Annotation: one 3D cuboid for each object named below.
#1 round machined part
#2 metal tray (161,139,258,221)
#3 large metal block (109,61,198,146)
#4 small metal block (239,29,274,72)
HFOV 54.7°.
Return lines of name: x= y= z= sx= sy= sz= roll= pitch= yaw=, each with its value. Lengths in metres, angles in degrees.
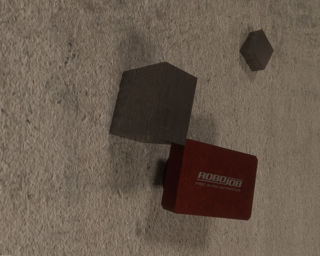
round machined part: x=0.055 y=0.072 z=0.442 sx=0.099 sy=0.042 sz=0.097 roll=0 pitch=90 yaw=-40
metal tray: x=0.070 y=0.070 z=0.412 sx=0.131 sy=0.030 sz=0.090 roll=15 pitch=80 yaw=-30
large metal block: x=-0.009 y=-0.025 z=0.363 sx=0.050 sy=0.080 sz=0.080 roll=19 pitch=78 yaw=-39
small metal block: x=0.174 y=-0.138 z=0.553 sx=0.050 sy=0.025 sz=0.050 roll=47 pitch=62 yaw=-30
